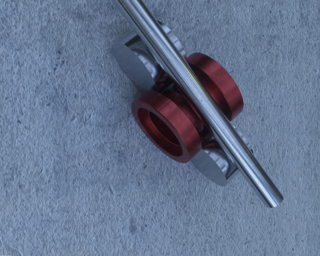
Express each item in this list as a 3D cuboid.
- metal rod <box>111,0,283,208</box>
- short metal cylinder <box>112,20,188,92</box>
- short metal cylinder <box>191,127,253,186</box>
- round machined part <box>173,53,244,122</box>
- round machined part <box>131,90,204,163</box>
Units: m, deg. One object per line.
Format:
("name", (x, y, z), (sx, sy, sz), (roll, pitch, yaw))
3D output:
("metal rod", (0.049, -0.026, 0.345), (0.025, 0.025, 0.300), (-42, 104, -15))
("short metal cylinder", (-0.012, -0.084, 0.377), (0.050, 0.080, 0.080), (-41, 103, -16))
("short metal cylinder", (0.075, 0.030, 0.410), (0.050, 0.080, 0.080), (-41, 103, -16))
("round machined part", (0.055, -0.043, 0.393), (0.042, 0.098, 0.098), (-40, 103, -11))
("round machined part", (0.014, -0.007, 0.376), (0.042, 0.098, 0.098), (-42, 104, -19))
